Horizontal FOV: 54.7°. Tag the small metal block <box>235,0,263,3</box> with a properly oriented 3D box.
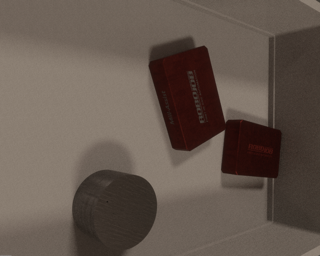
[{"bbox_3d":[0.155,-0.248,0.541,0.050,0.025,0.050,-16,100,-39],"label":"small metal block"}]

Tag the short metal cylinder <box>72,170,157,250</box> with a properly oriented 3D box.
[{"bbox_3d":[-0.050,0.090,0.350,0.081,0.050,0.079,0,90,-40],"label":"short metal cylinder"}]

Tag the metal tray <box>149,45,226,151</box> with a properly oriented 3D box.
[{"bbox_3d":[0.043,-0.043,0.442,0.091,0.030,0.129,-27,107,-37],"label":"metal tray"}]

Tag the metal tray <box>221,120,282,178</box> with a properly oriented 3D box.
[{"bbox_3d":[0.164,0.039,0.544,0.131,0.030,0.090,11,83,-40],"label":"metal tray"}]
